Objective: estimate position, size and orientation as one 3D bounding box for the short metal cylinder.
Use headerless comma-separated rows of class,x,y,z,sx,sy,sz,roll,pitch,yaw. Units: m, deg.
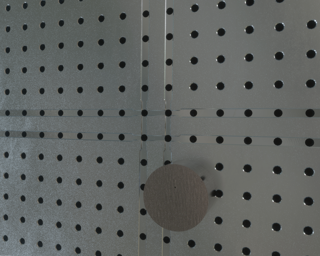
short metal cylinder,0.026,0.082,0.390,0.080,0.050,0.079,0,90,19
